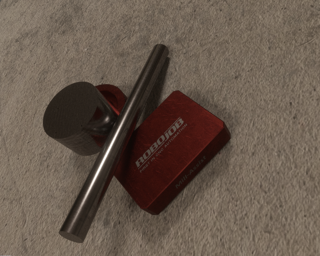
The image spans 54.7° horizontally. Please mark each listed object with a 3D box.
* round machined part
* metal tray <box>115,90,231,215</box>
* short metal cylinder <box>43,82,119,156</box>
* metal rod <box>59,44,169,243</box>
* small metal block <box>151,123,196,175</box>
[{"bbox_3d":[-0.083,-0.011,0.441,0.098,0.042,0.098,-13,56,20],"label":"round machined part"},{"bbox_3d":[0.007,0.026,0.371,0.130,0.030,0.090,-46,51,-4],"label":"metal tray"},{"bbox_3d":[-0.098,-0.011,0.390,0.080,0.050,0.080,-13,57,20],"label":"short metal cylinder"},{"bbox_3d":[-0.041,-0.008,0.384,0.025,0.025,0.300,-2,47,27],"label":"metal rod"},{"bbox_3d":[0.018,0.023,0.379,0.050,0.025,0.050,-27,53,11],"label":"small metal block"}]
